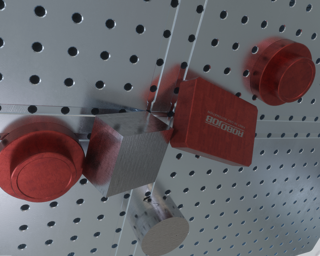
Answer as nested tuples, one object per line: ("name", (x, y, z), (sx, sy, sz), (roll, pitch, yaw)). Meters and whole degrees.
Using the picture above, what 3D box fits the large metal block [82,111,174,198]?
("large metal block", (-0.039, 0.028, 0.376), (0.081, 0.050, 0.079), (-8, 124, -47))

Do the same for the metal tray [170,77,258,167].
("metal tray", (0.078, -0.004, 0.418), (0.131, 0.030, 0.090), (19, 75, -36))

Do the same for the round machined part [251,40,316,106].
("round machined part", (0.186, -0.076, 0.455), (0.099, 0.042, 0.097), (-14, 124, -21))

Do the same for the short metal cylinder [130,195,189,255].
("short metal cylinder", (-0.001, 0.154, 0.489), (0.081, 0.050, 0.079), (-14, 124, -21))

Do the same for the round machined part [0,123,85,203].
("round machined part", (-0.134, 0.046, 0.355), (0.099, 0.042, 0.097), (-14, 124, -21))
